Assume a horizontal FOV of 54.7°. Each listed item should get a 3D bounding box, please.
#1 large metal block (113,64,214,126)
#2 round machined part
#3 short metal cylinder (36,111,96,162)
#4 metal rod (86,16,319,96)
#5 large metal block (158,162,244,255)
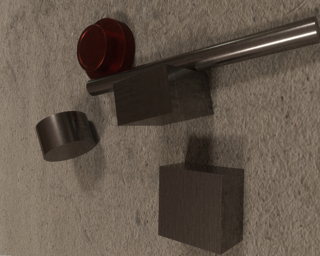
[{"bbox_3d":[0.005,-0.034,0.364,0.080,0.081,0.050,-12,83,39],"label":"large metal block"},{"bbox_3d":[-0.087,-0.116,0.463,0.098,0.042,0.097,0,90,39],"label":"round machined part"},{"bbox_3d":[-0.148,0.014,0.488,0.080,0.081,0.050,-34,69,34],"label":"short metal cylinder"},{"bbox_3d":[0.023,-0.075,0.370,0.300,0.025,0.025,-7,85,35],"label":"metal rod"},{"bbox_3d":[0.046,0.084,0.350,0.080,0.050,0.079,2,91,39],"label":"large metal block"}]
